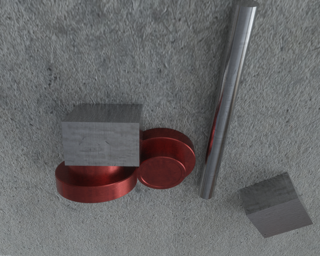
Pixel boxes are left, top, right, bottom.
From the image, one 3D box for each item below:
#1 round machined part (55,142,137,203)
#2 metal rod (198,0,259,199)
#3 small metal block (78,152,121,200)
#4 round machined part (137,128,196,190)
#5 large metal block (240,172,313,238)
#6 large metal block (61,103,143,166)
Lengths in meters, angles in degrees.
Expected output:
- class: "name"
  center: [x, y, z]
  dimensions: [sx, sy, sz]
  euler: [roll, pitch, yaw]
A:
- class: "round machined part"
  center: [-0.078, 0.048, 0.381]
  dimensions: [0.099, 0.098, 0.042]
  euler: [0, 109, -1]
- class: "metal rod"
  center: [0.079, -0.009, 0.399]
  dimensions: [0.025, 0.025, 0.298]
  euler: [1, 130, -2]
- class: "small metal block"
  center: [-0.086, 0.069, 0.449]
  dimensions: [0.050, 0.050, 0.025]
  euler: [-26, 126, 20]
- class: "round machined part"
  center: [0.001, 0.050, 0.438]
  dimensions: [0.099, 0.042, 0.097]
  euler: [0, 131, 0]
- class: "large metal block"
  center: [0.187, 0.127, 0.500]
  dimensions: [0.080, 0.050, 0.080]
  euler: [-26, 126, 20]
- class: "large metal block"
  center: [-0.062, 0.005, 0.366]
  dimensions: [0.081, 0.080, 0.050]
  euler: [1, 108, -1]
